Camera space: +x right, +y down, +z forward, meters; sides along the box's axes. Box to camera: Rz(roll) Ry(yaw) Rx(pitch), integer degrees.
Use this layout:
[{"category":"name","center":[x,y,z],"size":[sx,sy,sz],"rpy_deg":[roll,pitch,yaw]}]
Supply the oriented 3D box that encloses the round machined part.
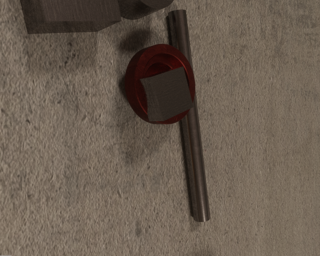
[{"category":"round machined part","center":[-0.004,-0.053,0.392],"size":[0.099,0.042,0.097],"rpy_deg":[0,90,-40]}]

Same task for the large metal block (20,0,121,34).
[{"category":"large metal block","center":[-0.093,-0.142,0.311],"size":[0.081,0.050,0.079],"rpy_deg":[-17,101,-39]}]

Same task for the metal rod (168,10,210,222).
[{"category":"metal rod","center":[0.043,-0.013,0.442],"size":[0.025,0.025,0.298],"rpy_deg":[-13,98,-40]}]

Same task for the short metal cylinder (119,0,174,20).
[{"category":"short metal cylinder","center":[-0.025,-0.176,0.369],"size":[0.081,0.050,0.079],"rpy_deg":[0,90,-40]}]

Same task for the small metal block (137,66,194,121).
[{"category":"small metal block","center":[0.007,-0.040,0.358],"size":[0.050,0.025,0.050],"rpy_deg":[-26,107,-37]}]
